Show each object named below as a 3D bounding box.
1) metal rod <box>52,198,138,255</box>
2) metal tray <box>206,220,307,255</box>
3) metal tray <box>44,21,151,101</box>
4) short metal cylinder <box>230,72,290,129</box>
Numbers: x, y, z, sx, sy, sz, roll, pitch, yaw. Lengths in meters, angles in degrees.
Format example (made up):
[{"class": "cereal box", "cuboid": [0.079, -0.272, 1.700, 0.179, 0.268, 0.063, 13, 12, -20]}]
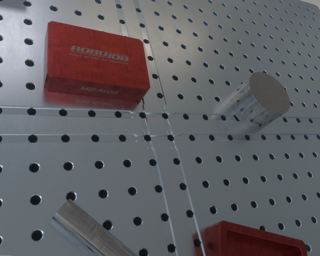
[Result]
[{"class": "metal rod", "cuboid": [0.016, 0.177, 0.308, 0.300, 0.025, 0.025, 41, 51, -1]}, {"class": "metal tray", "cuboid": [0.118, 0.169, 0.364, 0.131, 0.030, 0.090, 19, 54, -18]}, {"class": "metal tray", "cuboid": [-0.083, -0.087, 0.413, 0.131, 0.030, 0.090, 4, 60, -26]}, {"class": "short metal cylinder", "cuboid": [0.163, -0.045, 0.507, 0.081, 0.050, 0.080, 14, 56, -21]}]
